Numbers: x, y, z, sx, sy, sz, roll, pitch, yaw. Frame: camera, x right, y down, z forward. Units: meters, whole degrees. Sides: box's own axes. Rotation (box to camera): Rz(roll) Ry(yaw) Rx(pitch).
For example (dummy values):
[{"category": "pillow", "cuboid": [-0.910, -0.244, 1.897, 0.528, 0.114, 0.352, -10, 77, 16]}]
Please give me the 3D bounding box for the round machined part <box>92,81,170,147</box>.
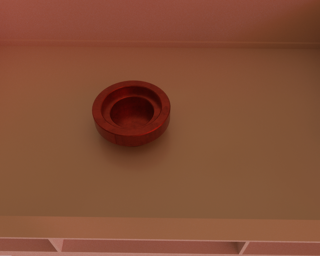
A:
[{"category": "round machined part", "cuboid": [-0.036, -0.014, 0.406, 0.099, 0.042, 0.098, 0, 50, 0]}]
